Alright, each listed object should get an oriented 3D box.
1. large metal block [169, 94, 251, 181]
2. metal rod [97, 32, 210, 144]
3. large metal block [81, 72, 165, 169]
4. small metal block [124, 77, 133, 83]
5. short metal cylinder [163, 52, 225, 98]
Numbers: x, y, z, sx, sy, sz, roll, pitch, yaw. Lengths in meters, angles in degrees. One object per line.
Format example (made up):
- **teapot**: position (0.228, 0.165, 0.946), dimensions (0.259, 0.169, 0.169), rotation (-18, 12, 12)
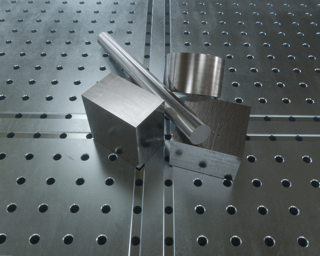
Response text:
- **large metal block**: position (0.062, 0.010, 0.383), dimensions (0.080, 0.050, 0.080), rotation (14, 51, 11)
- **metal rod**: position (-0.027, -0.073, 0.430), dimensions (0.025, 0.025, 0.300), rotation (-22, 42, -18)
- **large metal block**: position (-0.042, -0.009, 0.378), dimensions (0.080, 0.080, 0.050), rotation (30, 56, 22)
- **small metal block**: position (-0.040, -0.047, 0.447), dimensions (0.050, 0.025, 0.050), rotation (-19, 53, -16)
- **short metal cylinder**: position (0.045, -0.070, 0.422), dimensions (0.080, 0.080, 0.050), rotation (7, 94, 5)
